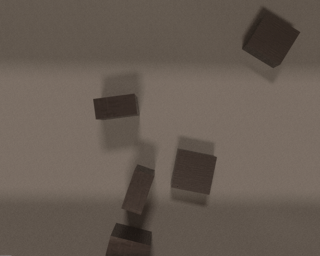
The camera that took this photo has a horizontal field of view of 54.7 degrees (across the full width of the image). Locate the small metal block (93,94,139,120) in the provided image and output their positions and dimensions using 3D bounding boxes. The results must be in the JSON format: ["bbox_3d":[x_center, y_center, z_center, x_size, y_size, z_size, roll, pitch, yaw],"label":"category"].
[{"bbox_3d":[-0.054,-0.026,0.398,0.050,0.050,0.025,-8,90,0],"label":"small metal block"}]

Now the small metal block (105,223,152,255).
[{"bbox_3d":[-0.039,0.148,0.399,0.050,0.050,0.025,14,90,-1],"label":"small metal block"}]

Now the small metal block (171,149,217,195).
[{"bbox_3d":[0.044,0.057,0.412,0.050,0.025,0.050,11,90,-1],"label":"small metal block"}]

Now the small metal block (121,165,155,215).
[{"bbox_3d":[-0.027,0.077,0.399,0.025,0.050,0.050,19,90,0],"label":"small metal block"}]

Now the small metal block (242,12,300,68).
[{"bbox_3d":[0.147,-0.116,0.413,0.050,0.025,0.050,32,90,-1],"label":"small metal block"}]
